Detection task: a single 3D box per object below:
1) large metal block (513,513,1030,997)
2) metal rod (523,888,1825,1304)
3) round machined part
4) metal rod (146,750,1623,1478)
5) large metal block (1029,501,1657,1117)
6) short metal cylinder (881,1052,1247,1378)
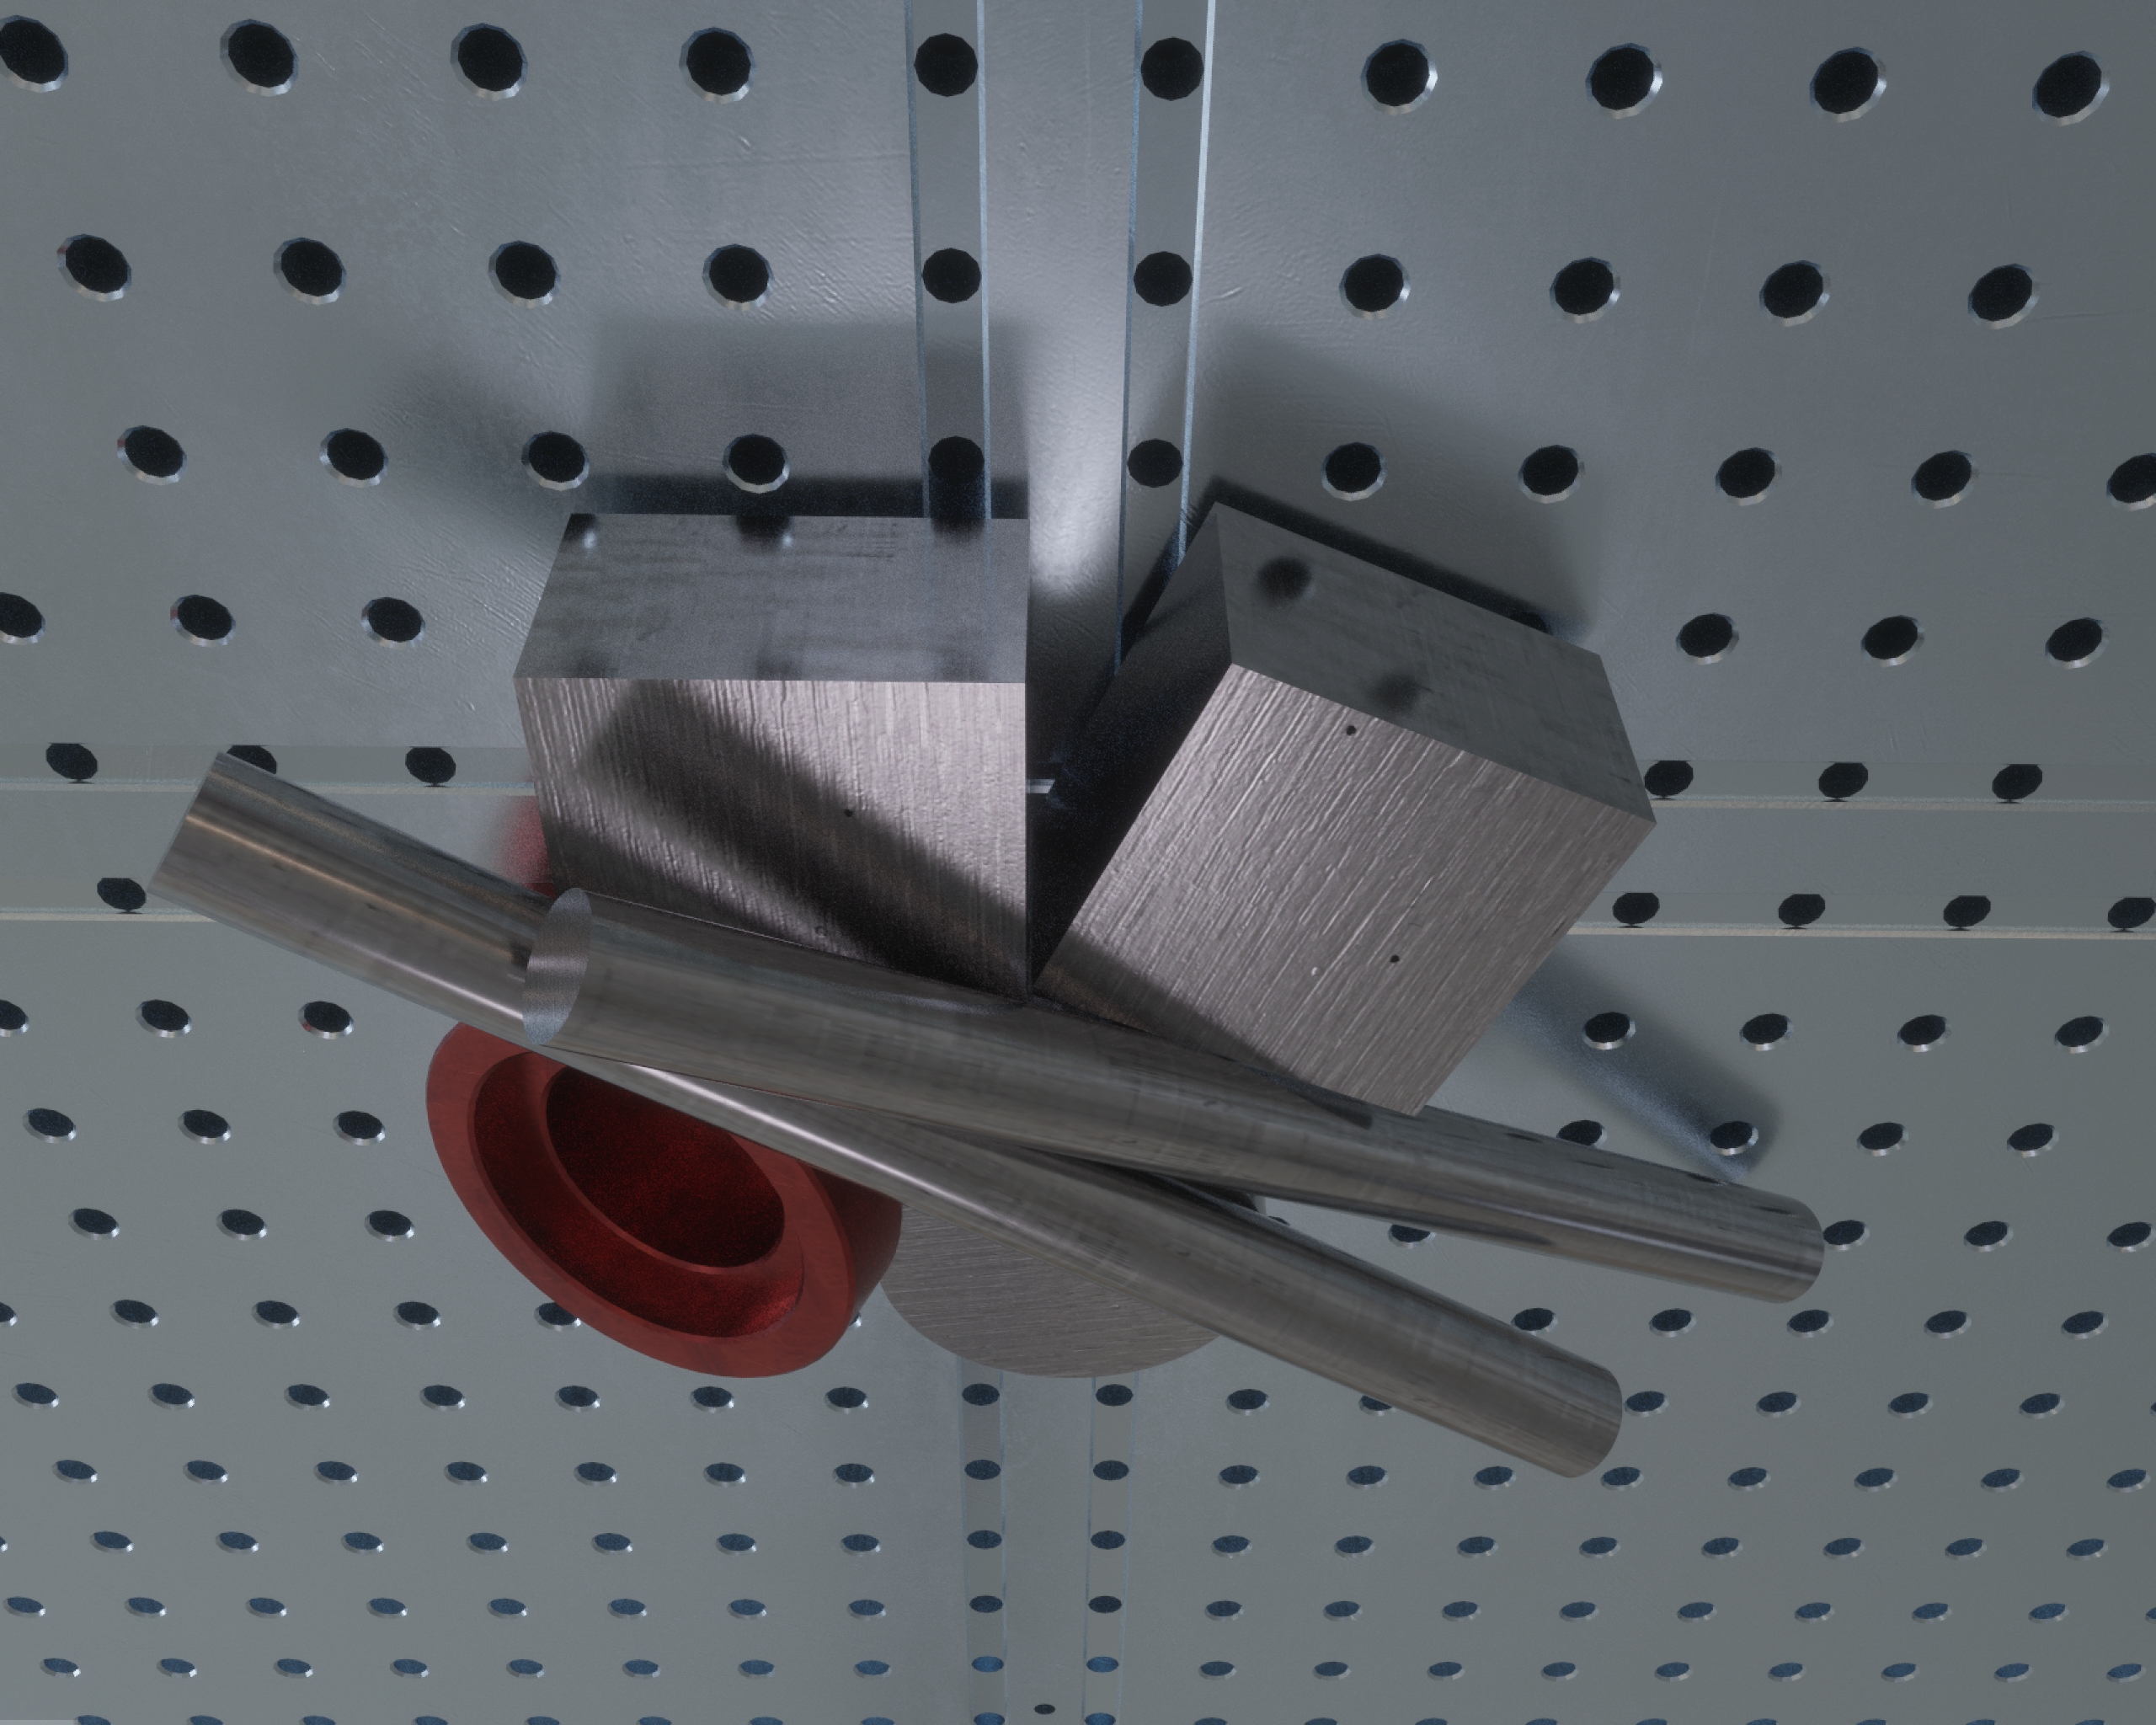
[{"bbox_3d":[-0.049,-0.015,0.373,0.081,0.050,0.079,1,130,-1],"label":"large metal block"},{"bbox_3d":[0.041,0.053,0.403,0.302,0.025,0.025,17,130,-33],"label":"metal rod"},{"bbox_3d":[-0.079,0.056,0.428,0.098,0.042,0.097,14,129,18],"label":"round machined part"},{"bbox_3d":[-0.017,0.056,0.387,0.301,0.025,0.025,27,125,-23],"label":"metal rod"},{"bbox_3d":[0.044,-0.008,0.383,0.080,0.050,0.079,19,128,-16],"label":"large metal block"},{"bbox_3d":[-0.001,0.065,0.445,0.081,0.050,0.079,0,130,0],"label":"short metal cylinder"}]
